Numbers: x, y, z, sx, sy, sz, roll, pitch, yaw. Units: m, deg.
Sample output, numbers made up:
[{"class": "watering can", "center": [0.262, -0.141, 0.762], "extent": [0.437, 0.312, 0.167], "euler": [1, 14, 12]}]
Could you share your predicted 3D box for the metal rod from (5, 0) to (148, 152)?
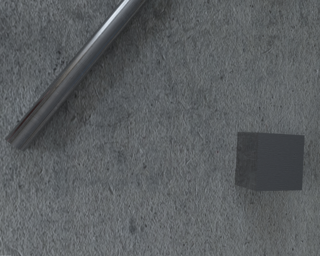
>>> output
[{"class": "metal rod", "center": [-0.078, -0.100, 0.380], "extent": [0.025, 0.025, 0.300], "euler": [39, 77, -16]}]

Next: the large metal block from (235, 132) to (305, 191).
[{"class": "large metal block", "center": [0.161, 0.048, 0.457], "extent": [0.081, 0.050, 0.079], "euler": [3, 89, -20]}]
